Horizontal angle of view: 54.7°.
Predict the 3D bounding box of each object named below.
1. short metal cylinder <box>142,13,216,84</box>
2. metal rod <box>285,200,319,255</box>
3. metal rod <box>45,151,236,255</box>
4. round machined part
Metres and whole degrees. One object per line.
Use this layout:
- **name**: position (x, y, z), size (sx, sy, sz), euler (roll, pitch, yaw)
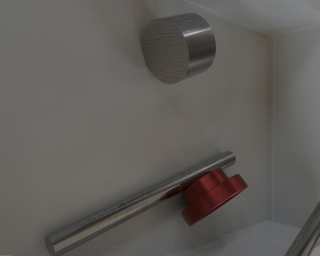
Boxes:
- **short metal cylinder**: position (0.023, -0.101, 0.392), size (0.050, 0.080, 0.080), euler (-26, 107, -37)
- **metal rod**: position (0.152, 0.188, 0.383), size (0.302, 0.025, 0.025), euler (-34, 112, -35)
- **metal rod**: position (0.001, 0.085, 0.409), size (0.302, 0.025, 0.025), euler (-18, 102, -39)
- **round machined part**: position (0.070, 0.092, 0.433), size (0.099, 0.097, 0.042), euler (-18, 65, -39)
